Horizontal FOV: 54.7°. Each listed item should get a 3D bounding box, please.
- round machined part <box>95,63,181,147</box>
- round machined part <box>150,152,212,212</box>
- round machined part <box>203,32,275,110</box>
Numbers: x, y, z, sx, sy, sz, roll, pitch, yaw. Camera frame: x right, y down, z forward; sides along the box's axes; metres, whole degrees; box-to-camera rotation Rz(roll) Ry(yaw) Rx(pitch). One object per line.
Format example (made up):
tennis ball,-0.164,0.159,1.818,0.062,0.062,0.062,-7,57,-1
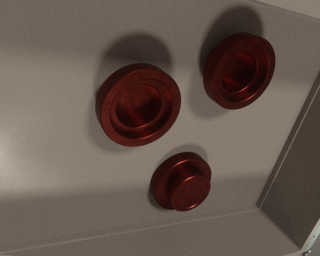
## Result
round machined part,-0.028,-0.030,0.365,0.099,0.042,0.097,-14,125,-21
round machined part,0.038,0.089,0.475,0.099,0.042,0.097,-14,125,-21
round machined part,0.098,-0.076,0.406,0.099,0.042,0.097,-14,125,-21
